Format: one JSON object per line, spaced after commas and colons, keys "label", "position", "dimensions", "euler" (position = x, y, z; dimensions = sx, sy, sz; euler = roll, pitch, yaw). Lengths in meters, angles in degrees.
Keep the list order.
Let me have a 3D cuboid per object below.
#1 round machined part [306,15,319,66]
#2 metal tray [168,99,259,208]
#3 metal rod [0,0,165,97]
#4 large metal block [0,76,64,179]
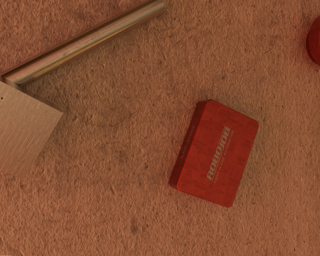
{"label": "round machined part", "position": [0.279, -0.139, 0.503], "dimensions": [0.099, 0.042, 0.097], "euler": [0, 90, -20]}
{"label": "metal tray", "position": [0.077, 0.036, 0.435], "dimensions": [0.091, 0.030, 0.130], "euler": [23, 82, -19]}
{"label": "metal rod", "position": [-0.121, -0.083, 0.364], "dimensions": [0.302, 0.025, 0.025], "euler": [-34, 101, -17]}
{"label": "large metal block", "position": [-0.162, -0.005, 0.320], "dimensions": [0.080, 0.050, 0.080], "euler": [31, 89, -33]}
